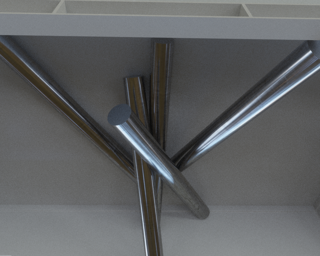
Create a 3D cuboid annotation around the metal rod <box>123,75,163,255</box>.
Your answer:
[{"bbox_3d":[-0.017,0.083,0.401,0.025,0.025,0.298,-5,106,3],"label":"metal rod"}]

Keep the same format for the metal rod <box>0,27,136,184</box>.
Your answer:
[{"bbox_3d":[-0.097,-0.005,0.403,0.025,0.025,0.300,-26,126,20],"label":"metal rod"}]

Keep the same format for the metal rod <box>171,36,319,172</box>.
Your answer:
[{"bbox_3d":[0.063,0.007,0.350,0.025,0.025,0.298,18,148,-15],"label":"metal rod"}]

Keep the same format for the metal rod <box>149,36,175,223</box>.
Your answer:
[{"bbox_3d":[-0.005,0.029,0.413,0.025,0.025,0.298,2,124,-2],"label":"metal rod"}]

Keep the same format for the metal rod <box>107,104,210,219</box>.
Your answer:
[{"bbox_3d":[0.017,0.065,0.408,0.025,0.025,0.300,-18,143,14],"label":"metal rod"}]
